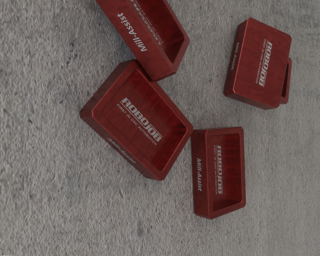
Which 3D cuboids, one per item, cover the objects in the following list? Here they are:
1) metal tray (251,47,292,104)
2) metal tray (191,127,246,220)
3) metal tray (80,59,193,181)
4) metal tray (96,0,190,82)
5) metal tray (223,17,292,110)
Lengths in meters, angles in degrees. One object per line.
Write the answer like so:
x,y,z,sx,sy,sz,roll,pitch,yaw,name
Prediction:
0.189,-0.100,0.558,0.131,0.030,0.090,13,82,-39,metal tray
0.092,0.065,0.478,0.091,0.030,0.129,-4,93,-40,metal tray
-0.022,-0.007,0.382,0.130,0.030,0.090,48,62,-29,metal tray
-0.017,-0.131,0.365,0.130,0.030,0.090,53,37,-27,metal tray
0.163,-0.104,0.513,0.091,0.030,0.129,16,81,-18,metal tray
